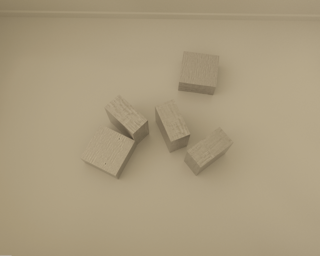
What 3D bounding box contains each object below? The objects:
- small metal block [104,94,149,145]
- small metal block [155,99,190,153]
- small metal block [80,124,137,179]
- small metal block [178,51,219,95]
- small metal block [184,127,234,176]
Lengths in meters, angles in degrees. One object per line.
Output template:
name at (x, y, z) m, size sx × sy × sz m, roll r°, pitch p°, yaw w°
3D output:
small metal block at (-0.041, -0.009, 0.399) m, size 0.050 × 0.050 × 0.025 m, roll 42°, pitch 75°, yaw 14°
small metal block at (0.015, -0.001, 0.397) m, size 0.025 × 0.050 × 0.050 m, roll -21°, pitch 72°, yaw -7°
small metal block at (-0.065, 0.031, 0.398) m, size 0.050 × 0.025 × 0.050 m, roll 25°, pitch 72°, yaw 9°
small metal block at (0.055, -0.077, 0.438) m, size 0.050 × 0.025 × 0.050 m, roll 8°, pitch 70°, yaw 3°
small metal block at (0.059, 0.030, 0.386) m, size 0.050 × 0.050 × 0.025 m, roll -35°, pitch 74°, yaw -12°
